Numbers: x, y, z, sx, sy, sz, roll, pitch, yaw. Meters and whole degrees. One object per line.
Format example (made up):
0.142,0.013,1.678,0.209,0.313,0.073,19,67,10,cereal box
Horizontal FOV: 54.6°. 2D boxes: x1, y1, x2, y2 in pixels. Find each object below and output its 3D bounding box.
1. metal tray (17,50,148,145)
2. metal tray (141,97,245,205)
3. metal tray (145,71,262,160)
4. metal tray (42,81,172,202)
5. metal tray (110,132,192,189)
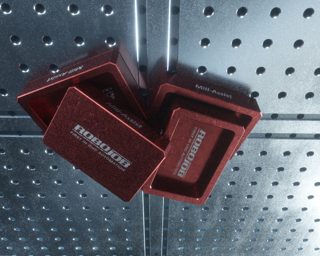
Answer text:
-0.092,-0.030,0.381,0.130,0.030,0.090,-17,128,14,metal tray
0.037,0.034,0.397,0.091,0.030,0.129,16,117,-13,metal tray
0.050,-0.011,0.397,0.131,0.030,0.089,15,128,-12,metal tray
-0.064,0.017,0.369,0.130,0.030,0.090,36,116,-1,metal tray
-0.019,0.050,0.450,0.131,0.030,0.089,20,127,-17,metal tray
